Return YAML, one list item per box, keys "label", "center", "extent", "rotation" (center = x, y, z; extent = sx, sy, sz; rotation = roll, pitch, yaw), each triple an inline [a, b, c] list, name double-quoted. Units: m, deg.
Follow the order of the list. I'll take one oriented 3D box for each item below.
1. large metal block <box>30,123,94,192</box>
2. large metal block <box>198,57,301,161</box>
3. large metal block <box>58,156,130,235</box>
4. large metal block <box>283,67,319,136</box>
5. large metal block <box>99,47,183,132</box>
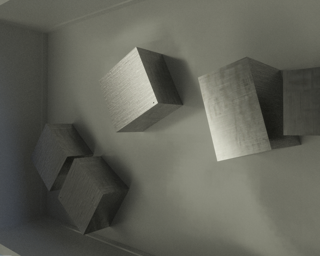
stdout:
- label: "large metal block"
  center: [-0.170, 0.048, 0.531]
  extent: [0.080, 0.050, 0.080]
  rotation: [48, 118, 29]
- label: "large metal block"
  center: [0.088, -0.015, 0.298]
  extent: [0.050, 0.081, 0.080]
  rotation: [-19, 78, 38]
- label: "large metal block"
  center: [-0.104, 0.101, 0.477]
  extent: [0.080, 0.050, 0.080]
  rotation: [42, 115, 32]
- label: "large metal block"
  center: [0.152, -0.020, 0.245]
  extent: [0.080, 0.081, 0.050]
  rotation: [0, 90, 40]
- label: "large metal block"
  center: [-0.027, -0.047, 0.413]
  extent: [0.080, 0.050, 0.080]
  rotation: [-33, 70, 35]
